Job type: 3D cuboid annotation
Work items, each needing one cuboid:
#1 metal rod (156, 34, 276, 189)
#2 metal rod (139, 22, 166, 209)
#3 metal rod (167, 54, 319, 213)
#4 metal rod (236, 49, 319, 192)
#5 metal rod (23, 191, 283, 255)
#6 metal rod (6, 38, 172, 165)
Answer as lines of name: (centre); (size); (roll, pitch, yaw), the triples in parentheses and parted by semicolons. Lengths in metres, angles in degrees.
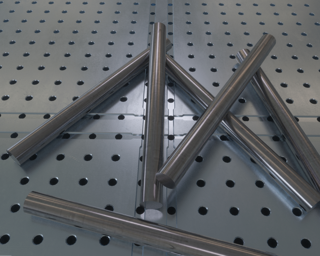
metal rod: (0.088, -0.041, 0.408); (0.025, 0.025, 0.301); (27, 55, 21)
metal rod: (-0.006, -0.039, 0.422); (0.025, 0.025, 0.300); (1, 55, 1)
metal rod: (0.088, -0.012, 0.418); (0.025, 0.025, 0.300); (-27, 55, -21)
metal rod: (0.168, -0.007, 0.414); (0.025, 0.025, 0.300); (-10, 51, -8)
metal rod: (0.004, 0.111, 0.314); (0.301, 0.025, 0.025); (12, 51, 9)
metal rod: (-0.084, -0.054, 0.452); (0.025, 0.025, 0.301); (32, 57, 24)
